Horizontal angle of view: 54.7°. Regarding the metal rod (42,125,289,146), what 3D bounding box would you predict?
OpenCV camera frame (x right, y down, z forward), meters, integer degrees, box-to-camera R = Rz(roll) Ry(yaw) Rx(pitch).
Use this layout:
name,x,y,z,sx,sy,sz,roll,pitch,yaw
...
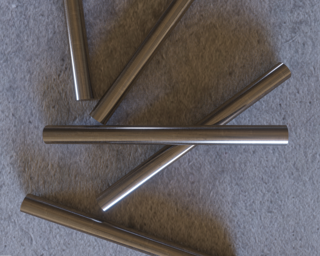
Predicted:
name,x,y,z,sx,sy,sz,roll,pitch,yaw
metal rod,0.001,0.009,0.389,0.302,0.025,0.025,0,90,7

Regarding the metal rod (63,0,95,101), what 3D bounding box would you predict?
name,x,y,z,sx,sy,sz,roll,pitch,yaw
metal rod,-0.117,-0.185,0.408,0.025,0.025,0.298,-7,90,0

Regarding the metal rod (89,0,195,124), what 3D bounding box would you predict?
name,x,y,z,sx,sy,sz,roll,pitch,yaw
metal rod,0.004,-0.133,0.409,0.025,0.025,0.299,36,90,-1

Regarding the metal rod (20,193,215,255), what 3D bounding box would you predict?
name,x,y,z,sx,sy,sz,roll,pitch,yaw
metal rod,-0.035,0.147,0.409,0.302,0.025,0.025,19,90,-1

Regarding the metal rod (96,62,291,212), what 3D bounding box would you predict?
name,x,y,z,sx,sy,sz,roll,pitch,yaw
metal rod,0.044,0.012,0.410,0.301,0.025,0.025,-36,90,-1
